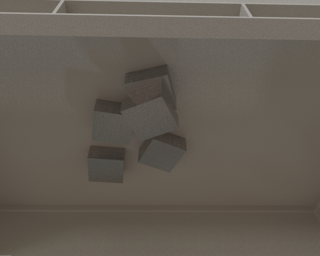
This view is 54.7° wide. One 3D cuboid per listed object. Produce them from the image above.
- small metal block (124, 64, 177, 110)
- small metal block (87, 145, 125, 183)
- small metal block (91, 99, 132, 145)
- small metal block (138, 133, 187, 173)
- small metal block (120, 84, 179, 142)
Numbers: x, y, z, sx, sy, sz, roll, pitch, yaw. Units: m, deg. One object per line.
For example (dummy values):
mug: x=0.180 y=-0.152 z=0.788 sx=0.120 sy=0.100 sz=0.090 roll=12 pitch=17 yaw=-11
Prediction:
small metal block: x=-0.010 y=-0.044 z=0.372 sx=0.050 sy=0.025 sz=0.050 roll=-11 pitch=130 yaw=8
small metal block: x=-0.078 y=0.054 z=0.454 sx=0.050 sy=0.025 sz=0.050 roll=4 pitch=130 yaw=-4
small metal block: x=-0.060 y=-0.007 z=0.402 sx=0.050 sy=0.025 sz=0.050 roll=8 pitch=130 yaw=-8
small metal block: x=0.003 y=0.032 z=0.436 sx=0.050 sy=0.025 sz=0.050 roll=20 pitch=127 yaw=-17
small metal block: x=-0.011 y=-0.017 z=0.362 sx=0.050 sy=0.025 sz=0.050 roll=-19 pitch=128 yaw=15
